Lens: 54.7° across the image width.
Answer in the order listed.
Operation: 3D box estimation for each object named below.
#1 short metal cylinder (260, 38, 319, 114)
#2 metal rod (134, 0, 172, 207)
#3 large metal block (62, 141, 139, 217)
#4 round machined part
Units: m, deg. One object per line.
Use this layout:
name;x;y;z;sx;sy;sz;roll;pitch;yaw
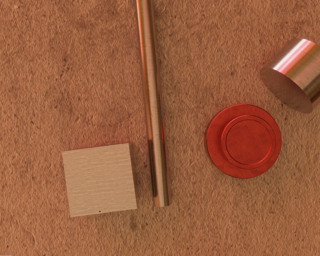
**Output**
short metal cylinder;0.173;-0.064;0.384;0.080;0.080;0.050;45;90;0
metal rod;-0.010;-0.048;0.409;0.025;0.025;0.298;-5;90;0
large metal block;-0.073;0.062;0.397;0.080;0.050;0.080;-7;90;0
round machined part;0.109;0.018;0.402;0.099;0.042;0.097;0;90;0
